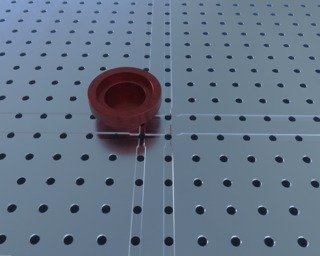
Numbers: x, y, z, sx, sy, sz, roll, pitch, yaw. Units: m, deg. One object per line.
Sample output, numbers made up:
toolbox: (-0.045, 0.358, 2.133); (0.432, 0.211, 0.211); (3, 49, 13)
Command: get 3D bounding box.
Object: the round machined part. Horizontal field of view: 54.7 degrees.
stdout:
round machined part: (-0.047, -0.037, 0.427); (0.099, 0.042, 0.098); (0, 50, 0)
